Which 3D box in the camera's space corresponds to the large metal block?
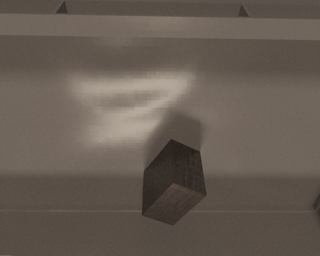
[{"bbox_3d":[0.017,0.077,0.439,0.050,0.080,0.080,24,126,-20],"label":"large metal block"}]
